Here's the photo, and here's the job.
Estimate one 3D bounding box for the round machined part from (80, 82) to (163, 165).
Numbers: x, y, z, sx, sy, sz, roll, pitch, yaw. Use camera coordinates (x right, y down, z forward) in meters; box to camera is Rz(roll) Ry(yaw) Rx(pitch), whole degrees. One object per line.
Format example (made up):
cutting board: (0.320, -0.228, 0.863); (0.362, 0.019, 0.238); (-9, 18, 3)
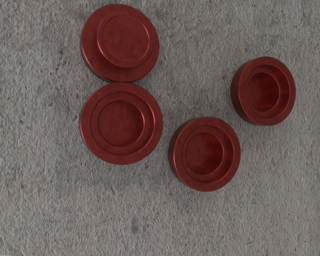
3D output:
round machined part: (-0.049, -0.006, 0.382); (0.099, 0.042, 0.097); (0, 90, -20)

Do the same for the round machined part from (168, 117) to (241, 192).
round machined part: (0.056, 0.034, 0.421); (0.099, 0.042, 0.097); (0, 90, -20)

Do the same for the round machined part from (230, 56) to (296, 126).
round machined part: (0.145, -0.052, 0.453); (0.099, 0.042, 0.097); (0, 90, -20)

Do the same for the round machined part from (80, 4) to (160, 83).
round machined part: (-0.046, -0.105, 0.383); (0.099, 0.042, 0.097); (0, 90, -20)
